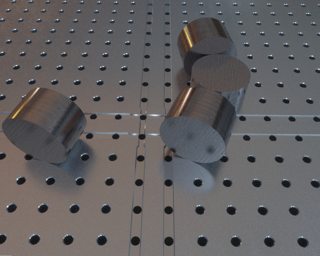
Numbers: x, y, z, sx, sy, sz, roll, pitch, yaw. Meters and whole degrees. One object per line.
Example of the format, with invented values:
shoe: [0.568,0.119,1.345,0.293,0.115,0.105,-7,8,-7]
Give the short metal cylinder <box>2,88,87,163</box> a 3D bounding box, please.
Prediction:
short metal cylinder: [-0.136,-0.002,0.371,0.080,0.080,0.050,14,51,11]

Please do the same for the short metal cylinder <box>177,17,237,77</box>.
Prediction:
short metal cylinder: [0.071,-0.120,0.473,0.081,0.080,0.050,-7,51,-6]

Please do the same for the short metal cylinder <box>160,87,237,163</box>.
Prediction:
short metal cylinder: [0.046,-0.002,0.375,0.080,0.080,0.050,18,52,14]

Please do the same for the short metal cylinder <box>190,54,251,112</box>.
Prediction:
short metal cylinder: [0.084,-0.061,0.444,0.081,0.050,0.080,0,50,0]
